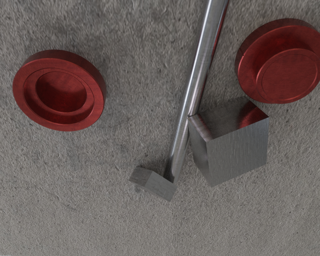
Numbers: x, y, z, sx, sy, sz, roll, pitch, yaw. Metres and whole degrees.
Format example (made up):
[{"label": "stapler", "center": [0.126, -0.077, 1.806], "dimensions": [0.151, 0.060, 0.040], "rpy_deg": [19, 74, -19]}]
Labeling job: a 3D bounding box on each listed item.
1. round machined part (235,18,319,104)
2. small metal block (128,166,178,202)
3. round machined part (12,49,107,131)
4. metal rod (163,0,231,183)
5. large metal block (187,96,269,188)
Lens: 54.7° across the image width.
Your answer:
[{"label": "round machined part", "center": [0.136, -0.065, 0.342], "dimensions": [0.099, 0.042, 0.097], "rpy_deg": [0, 130, 0]}, {"label": "small metal block", "center": [-0.011, 0.082, 0.459], "dimensions": [0.050, 0.025, 0.050], "rpy_deg": [36, 163, -27]}, {"label": "round machined part", "center": [-0.111, -0.046, 0.356], "dimensions": [0.099, 0.042, 0.097], "rpy_deg": [0, 130, 0]}, {"label": "metal rod", "center": [0.039, -0.038, 0.375], "dimensions": [0.025, 0.025, 0.298], "rpy_deg": [6, 130, -6]}, {"label": "large metal block", "center": [0.086, 0.017, 0.390], "dimensions": [0.081, 0.050, 0.080], "rpy_deg": [-21, 130, -10]}]
